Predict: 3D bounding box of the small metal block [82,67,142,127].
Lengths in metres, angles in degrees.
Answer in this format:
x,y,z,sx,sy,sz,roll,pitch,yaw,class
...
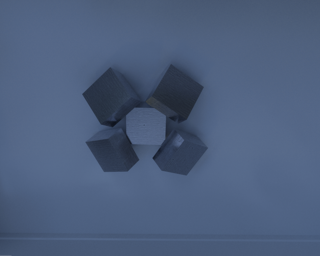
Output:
x,y,z,sx,sy,sz,roll,pitch,yaw,class
-0.060,-0.037,0.381,0.050,0.025,0.050,-41,68,14,small metal block

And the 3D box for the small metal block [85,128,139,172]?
x,y,z,sx,sy,sz,roll,pitch,yaw,class
-0.063,0.030,0.407,0.050,0.025,0.050,-9,116,44,small metal block

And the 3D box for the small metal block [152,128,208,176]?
x,y,z,sx,sy,sz,roll,pitch,yaw,class
0.027,0.033,0.410,0.050,0.025,0.050,19,113,-44,small metal block

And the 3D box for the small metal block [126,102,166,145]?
x,y,z,sx,sy,sz,roll,pitch,yaw,class
-0.018,-0.006,0.406,0.050,0.025,0.050,1,110,-1,small metal block

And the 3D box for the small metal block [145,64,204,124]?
x,y,z,sx,sy,sz,roll,pitch,yaw,class
0.018,-0.041,0.381,0.050,0.025,0.050,33,69,-12,small metal block
